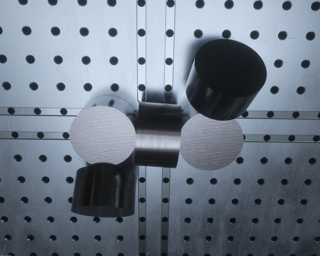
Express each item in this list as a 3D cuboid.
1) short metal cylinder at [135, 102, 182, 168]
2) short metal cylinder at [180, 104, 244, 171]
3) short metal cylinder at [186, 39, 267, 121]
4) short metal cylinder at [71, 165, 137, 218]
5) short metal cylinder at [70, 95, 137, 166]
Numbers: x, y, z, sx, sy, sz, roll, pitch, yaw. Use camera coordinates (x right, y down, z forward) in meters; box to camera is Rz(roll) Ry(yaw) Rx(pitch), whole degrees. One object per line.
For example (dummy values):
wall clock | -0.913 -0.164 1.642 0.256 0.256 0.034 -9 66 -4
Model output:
short metal cylinder | -0.003 0.009 0.387 0.050 0.080 0.079 5 110 -2
short metal cylinder | 0.062 0.008 0.403 0.081 0.050 0.079 0 110 -1
short metal cylinder | 0.074 -0.055 0.358 0.081 0.080 0.050 8 151 -4
short metal cylinder | -0.073 0.086 0.409 0.081 0.050 0.080 1 154 1
short metal cylinder | -0.069 0.003 0.399 0.081 0.050 0.079 0 110 -1
